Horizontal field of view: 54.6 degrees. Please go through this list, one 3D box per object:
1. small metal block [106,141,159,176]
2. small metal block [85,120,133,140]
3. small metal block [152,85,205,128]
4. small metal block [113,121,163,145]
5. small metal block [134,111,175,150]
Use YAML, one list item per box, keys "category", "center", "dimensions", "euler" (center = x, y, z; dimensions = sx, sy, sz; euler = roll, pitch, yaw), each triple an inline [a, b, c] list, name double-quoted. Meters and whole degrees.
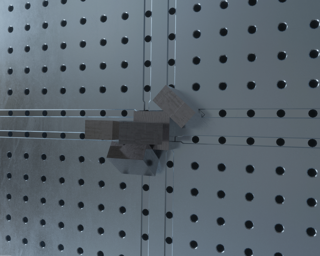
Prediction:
- category: "small metal block"
  center: [-0.034, 0.041, 0.409]
  dimensions: [0.050, 0.050, 0.025]
  euler: [1, 59, 20]
- category: "small metal block"
  center: [-0.066, 0.002, 0.423]
  dimensions: [0.050, 0.050, 0.025]
  euler: [2, 91, 20]
- category: "small metal block"
  center: [0.025, -0.026, 0.391]
  dimensions: [0.050, 0.050, 0.025]
  euler: [45, 103, 14]
- category: "small metal block"
  center: [-0.028, 0.005, 0.372]
  dimensions: [0.050, 0.050, 0.025]
  euler: [2, 92, -17]
- category: "small metal block"
  center: [-0.008, 0.003, 0.416]
  dimensions: [0.050, 0.025, 0.050]
  euler: [2, 90, 19]
